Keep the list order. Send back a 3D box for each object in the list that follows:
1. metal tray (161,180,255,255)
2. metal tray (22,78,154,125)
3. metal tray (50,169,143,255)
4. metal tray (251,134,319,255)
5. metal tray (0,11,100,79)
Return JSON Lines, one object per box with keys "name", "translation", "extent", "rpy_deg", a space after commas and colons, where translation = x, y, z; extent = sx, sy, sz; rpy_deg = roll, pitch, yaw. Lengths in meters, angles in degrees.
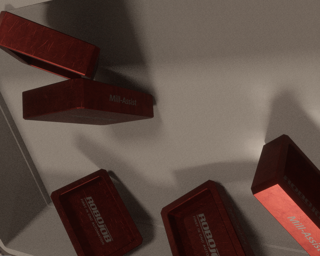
{"name": "metal tray", "translation": [0.059, 0.143, 0.388], "extent": [0.090, 0.130, 0.030], "rpy_deg": [-36, 137, 19]}
{"name": "metal tray", "translation": [-0.079, -0.026, 0.367], "extent": [0.090, 0.131, 0.030], "rpy_deg": [-7, 84, 31]}
{"name": "metal tray", "translation": [-0.096, 0.138, 0.469], "extent": [0.130, 0.091, 0.030], "rpy_deg": [58, 156, 17]}
{"name": "metal tray", "translation": [0.159, 0.080, 0.331], "extent": [0.130, 0.090, 0.030], "rpy_deg": [47, 129, -5]}
{"name": "metal tray", "translation": [-0.116, -0.079, 0.341], "extent": [0.091, 0.130, 0.030], "rpy_deg": [19, 89, -13]}
